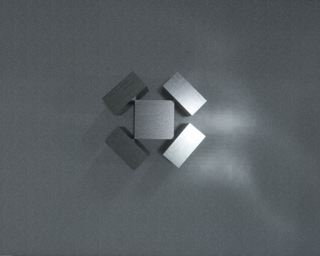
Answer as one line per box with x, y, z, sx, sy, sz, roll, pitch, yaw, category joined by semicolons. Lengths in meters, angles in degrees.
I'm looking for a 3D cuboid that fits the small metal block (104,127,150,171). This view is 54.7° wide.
-0.040;0.025;0.397;0.025;0.050;0.050;-45;90;1;small metal block

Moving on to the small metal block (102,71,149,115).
-0.042;-0.043;0.396;0.050;0.050;0.025;-42;90;1;small metal block

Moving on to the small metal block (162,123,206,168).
0.029;0.021;0.397;0.025;0.050;0.050;40;89;-1;small metal block

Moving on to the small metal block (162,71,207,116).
0.029;-0.042;0.397;0.025;0.050;0.050;-45;91;-1;small metal block

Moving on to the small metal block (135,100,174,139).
-0.007;-0.011;0.409;0.050;0.025;0.050;1;90;0;small metal block
